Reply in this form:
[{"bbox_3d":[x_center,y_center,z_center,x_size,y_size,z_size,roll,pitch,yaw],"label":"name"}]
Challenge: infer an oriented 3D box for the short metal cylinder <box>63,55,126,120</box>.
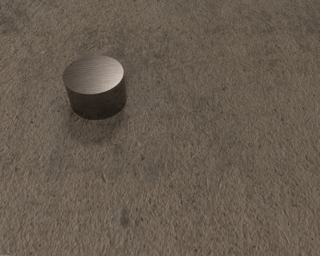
[{"bbox_3d":[-0.089,-0.057,0.434,0.081,0.050,0.080,0,50,0],"label":"short metal cylinder"}]
